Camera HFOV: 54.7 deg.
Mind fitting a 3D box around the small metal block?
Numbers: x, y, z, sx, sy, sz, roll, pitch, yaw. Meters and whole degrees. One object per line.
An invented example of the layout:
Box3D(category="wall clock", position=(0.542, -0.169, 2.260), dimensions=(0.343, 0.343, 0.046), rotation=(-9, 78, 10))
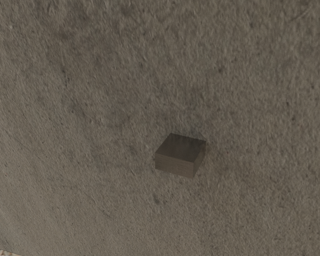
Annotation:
Box3D(category="small metal block", position=(0.027, 0.034, 0.397), dimensions=(0.050, 0.050, 0.025), rotation=(13, 124, 21))
